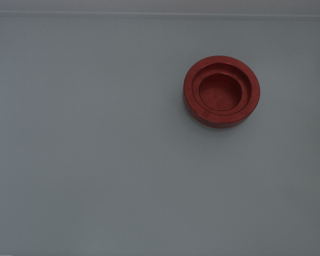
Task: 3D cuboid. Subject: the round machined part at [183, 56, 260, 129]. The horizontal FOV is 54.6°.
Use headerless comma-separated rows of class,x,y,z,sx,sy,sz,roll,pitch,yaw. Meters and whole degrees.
round machined part,0.080,-0.045,0.417,0.099,0.042,0.098,0,70,0
